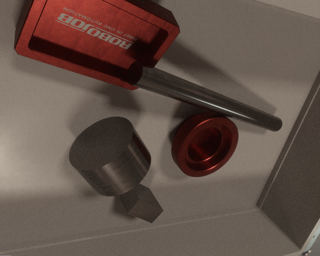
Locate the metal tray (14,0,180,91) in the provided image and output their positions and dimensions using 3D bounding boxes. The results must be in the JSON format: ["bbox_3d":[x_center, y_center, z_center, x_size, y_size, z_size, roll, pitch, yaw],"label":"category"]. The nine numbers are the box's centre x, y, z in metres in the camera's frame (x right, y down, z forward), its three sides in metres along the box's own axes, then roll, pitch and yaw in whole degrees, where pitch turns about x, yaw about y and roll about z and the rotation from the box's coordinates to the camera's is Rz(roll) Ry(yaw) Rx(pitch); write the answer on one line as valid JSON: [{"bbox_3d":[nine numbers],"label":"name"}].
[{"bbox_3d":[-0.058,-0.093,0.297,0.131,0.030,0.090,14,132,-35],"label":"metal tray"}]

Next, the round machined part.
[{"bbox_3d":[0.060,0.019,0.444,0.099,0.042,0.097,-14,125,-21],"label":"round machined part"}]

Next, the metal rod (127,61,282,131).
[{"bbox_3d":[0.083,-0.030,0.409,0.302,0.025,0.025,13,112,-43],"label":"metal rod"}]

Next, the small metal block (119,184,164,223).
[{"bbox_3d":[-0.029,0.103,0.442,0.025,0.050,0.050,-49,129,6],"label":"small metal block"}]

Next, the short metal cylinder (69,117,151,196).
[{"bbox_3d":[-0.057,0.032,0.363,0.080,0.080,0.050,-34,129,-7],"label":"short metal cylinder"}]
